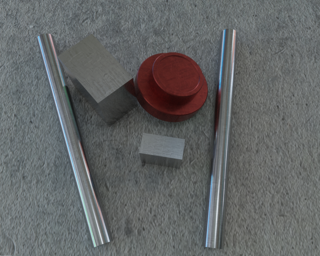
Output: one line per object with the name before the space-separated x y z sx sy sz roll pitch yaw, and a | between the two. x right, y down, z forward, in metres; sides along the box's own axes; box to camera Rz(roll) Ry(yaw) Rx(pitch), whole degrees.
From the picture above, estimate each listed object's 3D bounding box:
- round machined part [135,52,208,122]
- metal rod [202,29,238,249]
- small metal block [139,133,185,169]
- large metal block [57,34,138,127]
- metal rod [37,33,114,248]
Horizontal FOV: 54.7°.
round machined part | 0.018 -0.060 0.408 0.099 0.042 0.098 7 63 -14
metal rod | 0.082 0.000 0.409 0.025 0.025 0.299 8 70 2
small metal block | 0.003 0.029 0.384 0.050 0.050 0.025 9 71 3
large metal block | -0.076 -0.058 0.399 0.050 0.080 0.080 -39 75 -13
metal rod | -0.117 0.002 0.405 0.025 0.025 0.299 -19 71 -7
